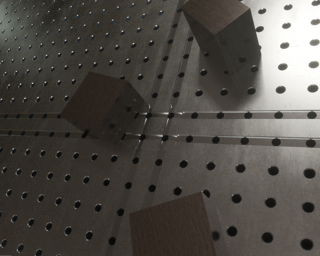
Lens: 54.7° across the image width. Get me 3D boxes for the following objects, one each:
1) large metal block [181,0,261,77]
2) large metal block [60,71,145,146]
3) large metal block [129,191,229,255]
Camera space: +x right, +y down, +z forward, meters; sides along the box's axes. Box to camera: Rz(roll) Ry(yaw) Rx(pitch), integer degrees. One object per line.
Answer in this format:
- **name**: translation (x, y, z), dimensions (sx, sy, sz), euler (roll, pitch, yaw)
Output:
- **large metal block**: translation (0.081, -0.128, 0.408), dimensions (0.050, 0.080, 0.080), euler (-37, 51, 3)
- **large metal block**: translation (-0.084, -0.030, 0.452), dimensions (0.080, 0.050, 0.080), euler (19, 72, 35)
- **large metal block**: translation (0.020, 0.119, 0.308), dimensions (0.080, 0.050, 0.080), euler (-21, 54, 15)
